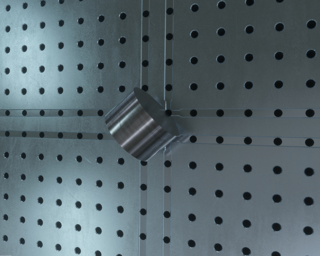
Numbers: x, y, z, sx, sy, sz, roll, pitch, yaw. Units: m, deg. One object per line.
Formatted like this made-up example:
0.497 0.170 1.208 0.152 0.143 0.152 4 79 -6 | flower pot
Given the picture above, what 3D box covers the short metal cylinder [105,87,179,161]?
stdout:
-0.022 -0.005 0.389 0.050 0.080 0.080 -42 77 15 | short metal cylinder
